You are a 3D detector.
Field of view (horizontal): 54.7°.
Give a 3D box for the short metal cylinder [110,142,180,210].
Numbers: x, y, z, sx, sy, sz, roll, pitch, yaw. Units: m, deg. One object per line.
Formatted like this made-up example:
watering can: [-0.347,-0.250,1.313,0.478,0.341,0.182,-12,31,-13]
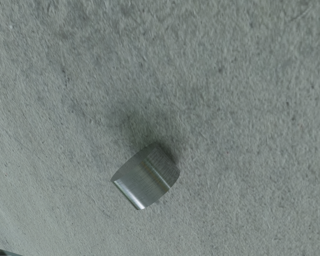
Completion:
short metal cylinder: [-0.020,0.064,0.420,0.080,0.080,0.050,-33,100,38]
